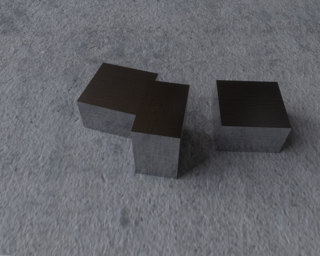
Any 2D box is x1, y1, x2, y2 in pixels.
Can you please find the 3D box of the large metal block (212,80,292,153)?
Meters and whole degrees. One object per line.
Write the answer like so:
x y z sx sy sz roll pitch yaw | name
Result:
0.113 -0.016 0.402 0.081 0.050 0.080 2 50 1 | large metal block

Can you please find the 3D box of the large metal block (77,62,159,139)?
-0.052 -0.037 0.417 0.080 0.050 0.080 14 51 10 | large metal block

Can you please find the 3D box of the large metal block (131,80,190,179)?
0.002 0.002 0.366 0.050 0.080 0.080 8 51 6 | large metal block
